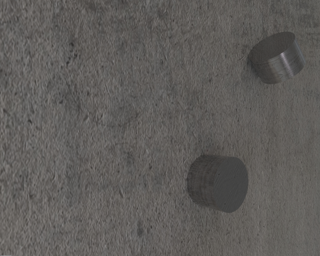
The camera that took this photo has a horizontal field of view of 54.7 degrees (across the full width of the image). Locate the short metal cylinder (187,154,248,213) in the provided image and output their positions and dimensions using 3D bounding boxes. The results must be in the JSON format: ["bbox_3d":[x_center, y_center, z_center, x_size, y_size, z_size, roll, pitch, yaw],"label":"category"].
[{"bbox_3d":[0.087,0.081,0.461,0.081,0.050,0.080,0,90,-40],"label":"short metal cylinder"}]

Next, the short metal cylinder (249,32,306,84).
[{"bbox_3d":[0.203,-0.122,0.538,0.050,0.080,0.080,51,60,-28],"label":"short metal cylinder"}]
